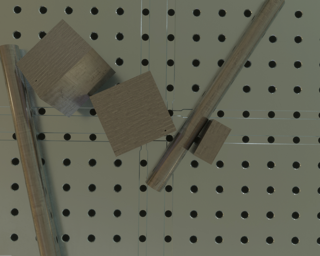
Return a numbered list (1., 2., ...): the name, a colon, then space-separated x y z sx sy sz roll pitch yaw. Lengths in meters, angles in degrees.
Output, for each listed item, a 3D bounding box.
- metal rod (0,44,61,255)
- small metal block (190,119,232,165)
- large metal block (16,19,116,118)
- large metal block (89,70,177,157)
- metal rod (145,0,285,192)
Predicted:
1. metal rod: -0.172 0.039 0.411 0.025 0.025 0.298 -11 90 0
2. small metal block: 0.064 0.017 0.401 0.025 0.050 0.050 30 90 0
3. large metal block: -0.116 -0.074 0.382 0.080 0.050 0.080 -44 57 0
4. large metal block: -0.033 -0.018 0.400 0.080 0.050 0.080 -24 90 0
5. metal rod: 0.073 -0.047 0.413 0.025 0.025 0.299 33 90 0
